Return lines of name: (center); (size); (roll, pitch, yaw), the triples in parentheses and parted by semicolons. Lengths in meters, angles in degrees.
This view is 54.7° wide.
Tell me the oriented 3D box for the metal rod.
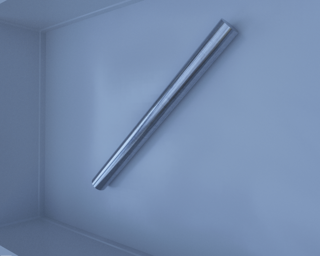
metal rod: (-0.009, -0.013, 0.411); (0.298, 0.025, 0.025); (-49, 61, 28)
